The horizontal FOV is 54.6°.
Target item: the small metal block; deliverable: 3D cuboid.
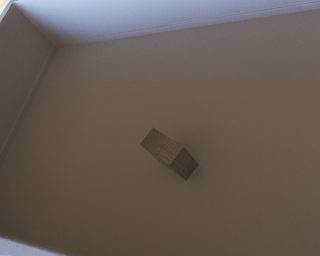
[{"bbox_3d":[0.012,0.031,0.365,0.050,0.050,0.025,31,79,38],"label":"small metal block"}]
